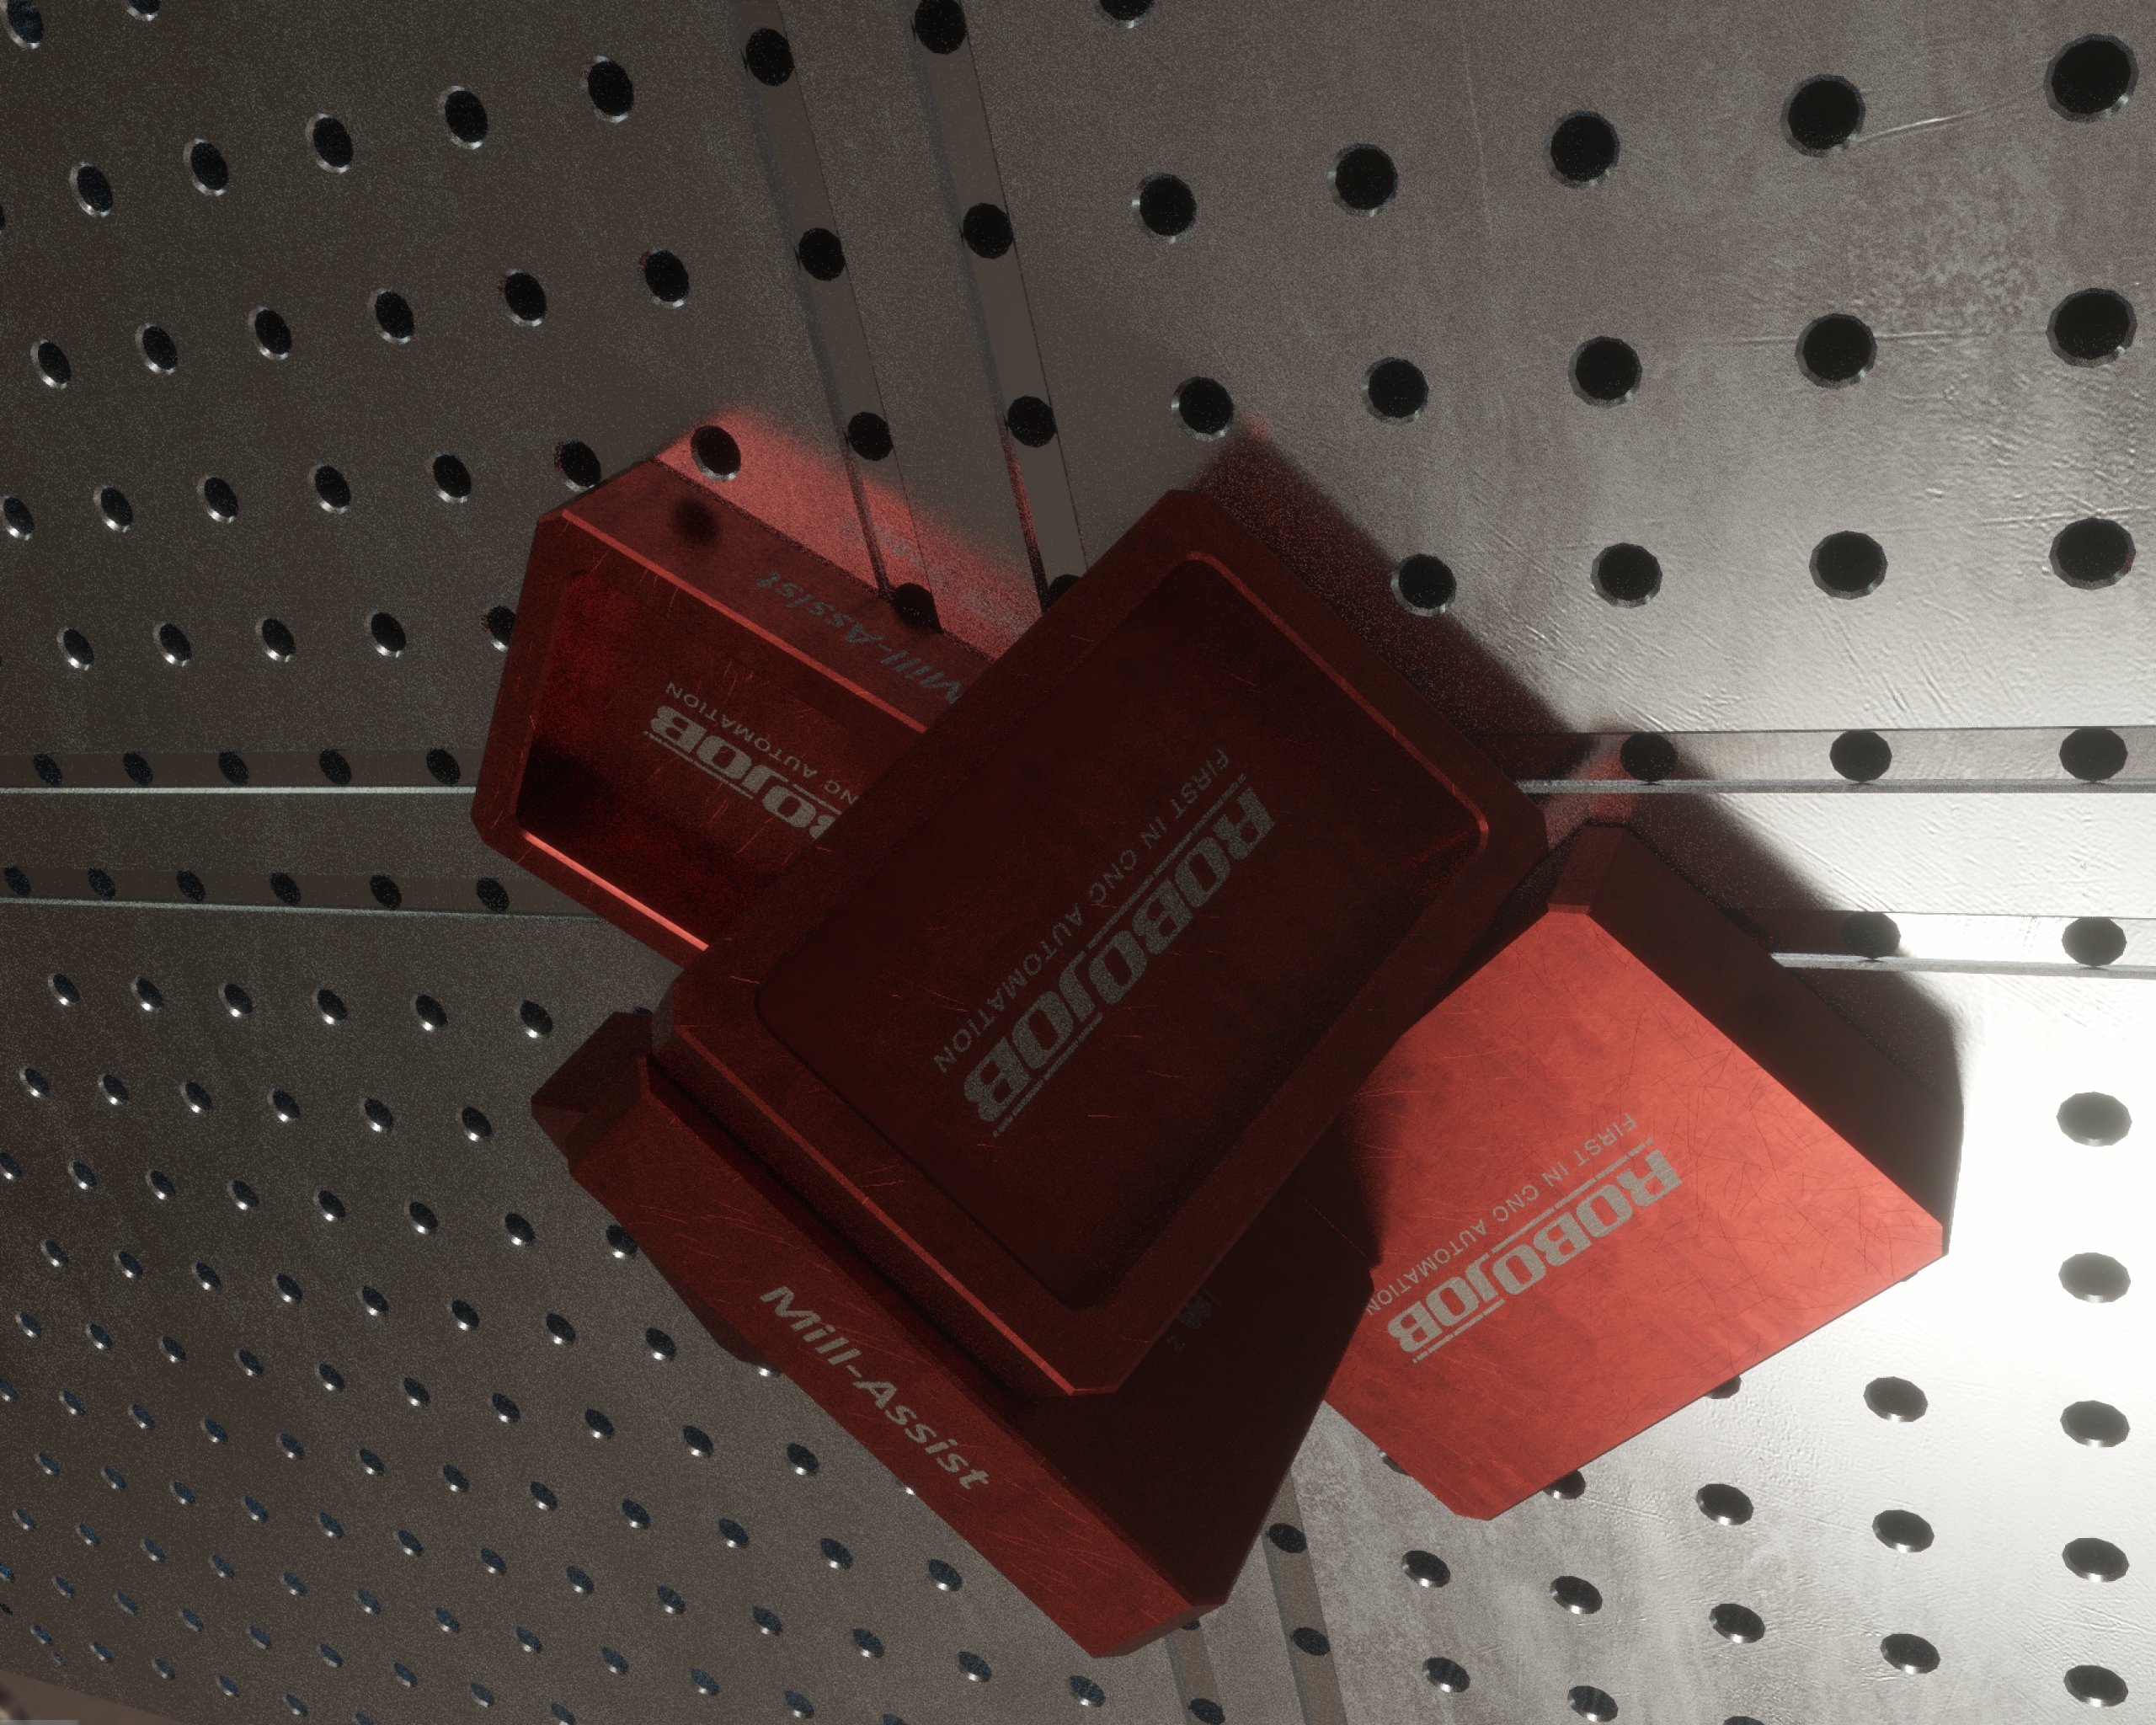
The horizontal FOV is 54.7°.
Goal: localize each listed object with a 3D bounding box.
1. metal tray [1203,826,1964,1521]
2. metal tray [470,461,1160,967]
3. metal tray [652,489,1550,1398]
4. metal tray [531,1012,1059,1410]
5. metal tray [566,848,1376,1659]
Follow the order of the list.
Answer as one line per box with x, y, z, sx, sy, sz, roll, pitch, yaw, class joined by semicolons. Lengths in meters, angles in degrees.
0.087;0.064;0.399;0.090;0.030;0.129;41;129;-1;metal tray
-0.056;-0.012;0.429;0.130;0.030;0.089;31;128;7;metal tray
0.007;0.011;0.346;0.090;0.130;0.030;44;157;-2;metal tray
-0.051;0.078;0.450;0.130;0.030;0.090;1;131;44;metal tray
-0.014;0.064;0.375;0.130;0.090;0.030;44;129;-3;metal tray
